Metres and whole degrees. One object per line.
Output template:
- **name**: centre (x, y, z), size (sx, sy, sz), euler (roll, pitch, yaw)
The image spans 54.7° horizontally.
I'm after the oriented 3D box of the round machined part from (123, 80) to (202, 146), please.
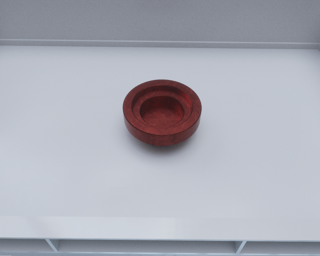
- **round machined part**: centre (0.003, -0.015, 0.402), size (0.099, 0.042, 0.098), euler (0, 50, 0)
